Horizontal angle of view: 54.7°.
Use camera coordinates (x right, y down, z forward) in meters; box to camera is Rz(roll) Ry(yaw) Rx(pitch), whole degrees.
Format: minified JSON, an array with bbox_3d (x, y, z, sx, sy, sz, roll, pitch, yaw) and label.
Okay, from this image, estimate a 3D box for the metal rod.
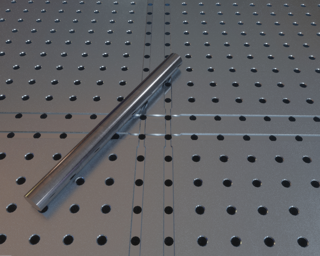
[{"bbox_3d":[-0.057,-0.014,0.418,0.025,0.025,0.301,27,55,20],"label":"metal rod"}]
